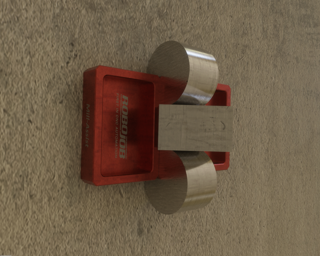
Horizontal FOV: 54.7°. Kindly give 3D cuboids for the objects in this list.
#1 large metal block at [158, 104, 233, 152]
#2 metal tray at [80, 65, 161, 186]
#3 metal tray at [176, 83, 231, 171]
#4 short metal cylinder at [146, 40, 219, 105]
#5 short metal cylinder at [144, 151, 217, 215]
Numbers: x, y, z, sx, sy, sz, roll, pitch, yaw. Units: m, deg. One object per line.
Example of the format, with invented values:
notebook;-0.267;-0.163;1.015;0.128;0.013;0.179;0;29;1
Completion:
large metal block;0.039;0.000;0.376;0.081;0.080;0.050;2;90;0
metal tray;-0.044;-0.002;0.366;0.091;0.030;0.129;2;89;-40
metal tray;0.064;-0.002;0.457;0.091;0.030;0.129;2;89;-40
short metal cylinder;0.027;-0.065;0.392;0.050;0.080;0.080;3;89;-40
short metal cylinder;0.024;0.065;0.391;0.050;0.080;0.080;3;89;-40
